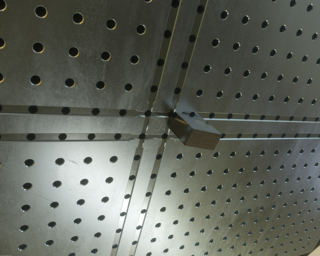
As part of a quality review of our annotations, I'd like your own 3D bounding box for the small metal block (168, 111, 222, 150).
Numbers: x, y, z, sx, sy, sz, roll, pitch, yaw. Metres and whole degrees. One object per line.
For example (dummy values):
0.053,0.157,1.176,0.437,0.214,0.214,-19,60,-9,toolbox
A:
0.047,0.004,0.422,0.050,0.050,0.025,11,113,-33,small metal block
